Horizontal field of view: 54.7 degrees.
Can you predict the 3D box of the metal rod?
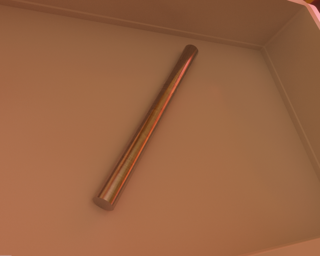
[{"bbox_3d":[-0.004,-0.024,0.419,0.025,0.025,0.301,34,51,-7],"label":"metal rod"}]
